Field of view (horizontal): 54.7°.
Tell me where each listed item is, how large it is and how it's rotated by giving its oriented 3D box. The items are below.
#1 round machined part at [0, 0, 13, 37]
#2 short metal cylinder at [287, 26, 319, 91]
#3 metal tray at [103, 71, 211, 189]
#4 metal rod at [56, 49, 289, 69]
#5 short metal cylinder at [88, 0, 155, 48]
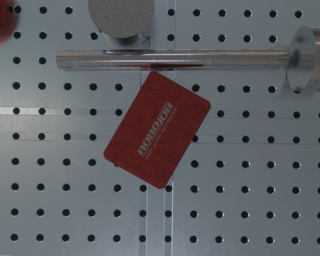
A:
[{"bbox_3d":[-0.250,-0.161,0.403,0.099,0.042,0.097,0,90,0],"label":"round machined part"},{"bbox_3d":[0.200,-0.085,0.387,0.050,0.080,0.080,1,90,0],"label":"short metal cylinder"},{"bbox_3d":[-0.004,0.003,0.411,0.090,0.030,0.130,30,90,0],"label":"metal tray"},{"bbox_3d":[0.017,-0.092,0.413,0.302,0.025,0.025,0,90,0],"label":"metal rod"},{"bbox_3d":[-0.047,-0.149,0.400,0.081,0.050,0.080,0,90,0],"label":"short metal cylinder"}]
